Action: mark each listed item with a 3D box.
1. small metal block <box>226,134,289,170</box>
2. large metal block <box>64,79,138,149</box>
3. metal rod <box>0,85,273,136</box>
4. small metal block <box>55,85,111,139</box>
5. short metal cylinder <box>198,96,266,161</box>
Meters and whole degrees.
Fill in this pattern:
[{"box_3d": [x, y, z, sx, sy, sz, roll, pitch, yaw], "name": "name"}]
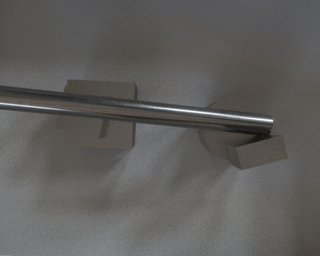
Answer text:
[{"box_3d": [0.107, 0.026, 0.348, 0.050, 0.050, 0.025, -14, 90, 0], "name": "small metal block"}, {"box_3d": [-0.072, -0.017, 0.395, 0.081, 0.050, 0.079, 3, 90, -1], "name": "large metal block"}, {"box_3d": [-0.023, -0.018, 0.339, 0.302, 0.025, 0.025, 6, 90, -8], "name": "metal rod"}, {"box_3d": [-0.087, -0.018, 0.359, 0.050, 0.025, 0.050, 13, 89, -1], "name": "small metal block"}, {"box_3d": [0.092, 0.001, 0.398, 0.081, 0.050, 0.079, 0, 90, -1], "name": "short metal cylinder"}]
